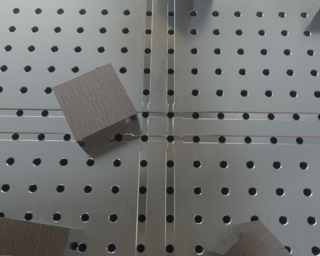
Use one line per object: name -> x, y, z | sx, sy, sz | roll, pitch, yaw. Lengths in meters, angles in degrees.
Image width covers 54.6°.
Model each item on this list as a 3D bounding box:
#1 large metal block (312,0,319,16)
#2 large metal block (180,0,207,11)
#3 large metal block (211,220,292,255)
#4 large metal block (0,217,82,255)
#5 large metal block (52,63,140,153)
large metal block -> 0.285, -0.225, 0.482 | 0.080, 0.050, 0.080 | -1, 70, -1
large metal block -> 0.043, -0.243, 0.472 | 0.050, 0.080, 0.080 | -41, 75, -13
large metal block -> 0.106, 0.148, 0.329 | 0.050, 0.080, 0.080 | -38, 75, -13
large metal block -> -0.142, 0.147, 0.344 | 0.080, 0.050, 0.080 | 8, 70, 3
large metal block -> -0.082, -0.026, 0.408 | 0.080, 0.050, 0.080 | -26, 72, -9
